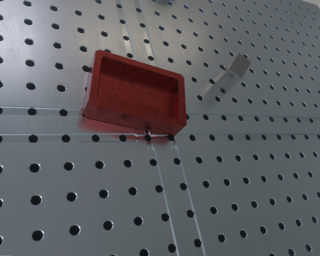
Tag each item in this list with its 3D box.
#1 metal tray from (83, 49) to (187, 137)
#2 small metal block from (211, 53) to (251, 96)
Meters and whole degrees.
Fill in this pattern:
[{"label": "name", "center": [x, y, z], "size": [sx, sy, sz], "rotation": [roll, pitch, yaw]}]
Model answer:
[{"label": "metal tray", "center": [-0.030, -0.046, 0.416], "size": [0.131, 0.030, 0.090], "rotation": [13, 56, -21]}, {"label": "small metal block", "center": [0.117, -0.087, 0.508], "size": [0.025, 0.050, 0.050], "rotation": [39, 51, -3]}]
